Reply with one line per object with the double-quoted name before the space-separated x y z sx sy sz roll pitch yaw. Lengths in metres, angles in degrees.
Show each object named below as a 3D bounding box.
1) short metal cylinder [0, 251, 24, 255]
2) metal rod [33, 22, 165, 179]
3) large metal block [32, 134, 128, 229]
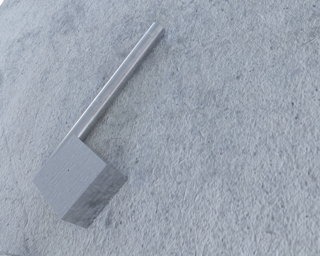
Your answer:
"short metal cylinder" -0.187 0.192 0.368 0.080 0.050 0.080 -13 56 21
"metal rod" -0.086 -0.042 0.475 0.025 0.025 0.300 27 76 37
"large metal block" -0.103 0.067 0.401 0.080 0.050 0.080 34 80 38
